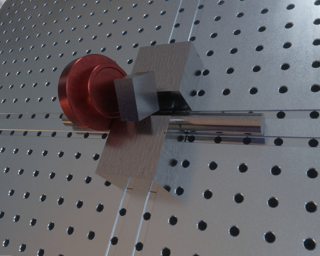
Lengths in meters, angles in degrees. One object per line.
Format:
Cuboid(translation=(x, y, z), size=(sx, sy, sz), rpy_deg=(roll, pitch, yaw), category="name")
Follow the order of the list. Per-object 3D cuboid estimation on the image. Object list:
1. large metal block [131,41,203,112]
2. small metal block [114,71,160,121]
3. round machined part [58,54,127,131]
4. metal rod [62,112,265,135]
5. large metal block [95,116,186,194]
Cuboid(translation=(0.008, -0.069, 0.431), size=(0.080, 0.050, 0.080), rpy_deg=(1, 62, 28), category="large metal block")
Cuboid(translation=(-0.027, -0.039, 0.374), size=(0.025, 0.050, 0.050), rpy_deg=(1, 18, 29), category="small metal block")
Cuboid(translation=(-0.073, -0.045, 0.390), size=(0.042, 0.098, 0.098), rpy_deg=(-4, 59, 43), category="round machined part")
Cuboid(translation=(-0.015, -0.010, 0.422), size=(0.300, 0.025, 0.025), rpy_deg=(2, 63, 29), category="metal rod")
Cuboid(translation=(-0.022, 0.031, 0.385), size=(0.080, 0.050, 0.080), rpy_deg=(1, 62, 29), category="large metal block")
